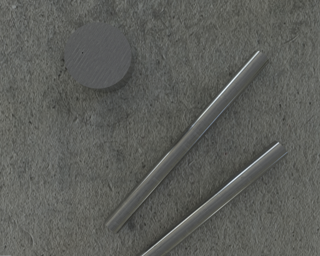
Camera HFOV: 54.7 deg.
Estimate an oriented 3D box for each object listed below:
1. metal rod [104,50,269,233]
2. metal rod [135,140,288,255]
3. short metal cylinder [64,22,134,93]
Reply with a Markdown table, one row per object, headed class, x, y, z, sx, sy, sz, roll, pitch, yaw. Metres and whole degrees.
| class | x | y | z | sx | sy | sz | roll | pitch | yaw |
| --- | --- | --- | --- | --- | --- | --- | --- | --- | --- |
| metal rod | 0.036 | 0.018 | 0.410 | 0.025 | 0.025 | 0.300 | 42 | 90 | -1 |
| metal rod | 0.045 | 0.122 | 0.410 | 0.300 | 0.025 | 0.025 | -40 | 91 | -1 |
| short metal cylinder | -0.075 | -0.087 | 0.396 | 0.081 | 0.050 | 0.079 | 0 | 90 | -1 |
